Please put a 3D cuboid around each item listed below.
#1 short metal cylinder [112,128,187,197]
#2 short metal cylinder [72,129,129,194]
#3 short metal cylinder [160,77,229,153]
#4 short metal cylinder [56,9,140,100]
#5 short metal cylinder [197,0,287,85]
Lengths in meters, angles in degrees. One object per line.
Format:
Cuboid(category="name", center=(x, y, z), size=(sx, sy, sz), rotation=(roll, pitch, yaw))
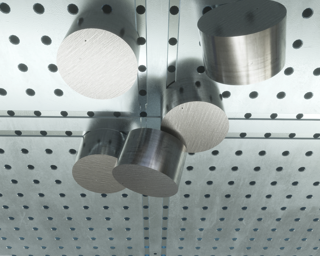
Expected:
Cuboid(category="short metal cylinder", center=(-0.011, 0.044, 0.378), size=(0.080, 0.050, 0.080), rotation=(12, 146, 9))
Cuboid(category="short metal cylinder", center=(-0.077, 0.047, 0.435), size=(0.081, 0.050, 0.079), rotation=(0, 130, 0))
Cuboid(category="short metal cylinder", center=(0.041, -0.015, 0.383), size=(0.081, 0.050, 0.079), rotation=(0, 130, 0))
Cuboid(category="short metal cylinder", center=(-0.062, -0.077, 0.329), size=(0.081, 0.050, 0.079), rotation=(0, 130, 0))
Cuboid(category="short metal cylinder", center=(0.081, -0.085, 0.304), size=(0.080, 0.080, 0.050), rotation=(-10, 129, 8))
